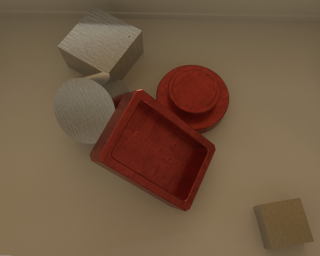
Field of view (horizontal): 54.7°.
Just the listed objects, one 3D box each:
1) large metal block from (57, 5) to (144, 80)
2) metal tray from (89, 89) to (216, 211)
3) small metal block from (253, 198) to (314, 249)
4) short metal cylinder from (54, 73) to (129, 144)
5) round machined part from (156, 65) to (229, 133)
[{"bbox_3d":[-0.080,-0.111,0.436,0.080,0.050,0.080,30,73,10],"label":"large metal block"},{"bbox_3d":[-0.003,0.028,0.359,0.130,0.030,0.090,36,70,-26],"label":"metal tray"},{"bbox_3d":[0.146,0.114,0.370,0.050,0.025,0.050,-9,70,-4],"label":"small metal block"},{"bbox_3d":[-0.082,-0.026,0.384,0.080,0.050,0.079,5,108,15],"label":"short metal cylinder"},{"bbox_3d":[0.044,-0.043,0.417,0.099,0.042,0.098,0,70,-1],"label":"round machined part"}]
